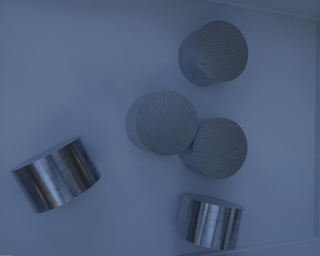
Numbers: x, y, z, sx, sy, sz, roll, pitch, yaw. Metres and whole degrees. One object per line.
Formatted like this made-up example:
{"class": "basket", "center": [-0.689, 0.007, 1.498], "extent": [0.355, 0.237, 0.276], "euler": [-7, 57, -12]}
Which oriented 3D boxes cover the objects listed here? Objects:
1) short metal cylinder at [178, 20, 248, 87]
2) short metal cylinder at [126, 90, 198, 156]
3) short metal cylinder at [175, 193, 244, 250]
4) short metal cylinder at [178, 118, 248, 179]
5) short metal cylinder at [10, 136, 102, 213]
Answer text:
{"class": "short metal cylinder", "center": [0.072, -0.099, 0.423], "extent": [0.081, 0.050, 0.080], "euler": [0, 90, -20]}
{"class": "short metal cylinder", "center": [0.001, -0.006, 0.397], "extent": [0.081, 0.050, 0.080], "euler": [0, 90, -20]}
{"class": "short metal cylinder", "center": [0.064, 0.119, 0.405], "extent": [0.081, 0.080, 0.050], "euler": [13, 86, -20]}
{"class": "short metal cylinder", "center": [0.071, 0.026, 0.423], "extent": [0.081, 0.050, 0.080], "euler": [0, 90, -20]}
{"class": "short metal cylinder", "center": [-0.112, 0.049, 0.340], "extent": [0.080, 0.080, 0.050], "euler": [-29, 100, -18]}
